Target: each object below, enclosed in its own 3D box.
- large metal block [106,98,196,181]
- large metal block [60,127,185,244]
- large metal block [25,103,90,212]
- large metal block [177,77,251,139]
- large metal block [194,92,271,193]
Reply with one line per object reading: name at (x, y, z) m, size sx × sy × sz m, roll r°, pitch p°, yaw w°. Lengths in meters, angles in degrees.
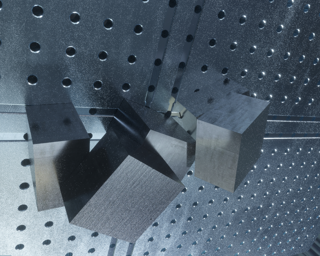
large metal block at (-0.009, 0.014, 0.380) m, size 0.080 × 0.080 × 0.050 m, roll 20°, pitch 108°, yaw -36°
large metal block at (-0.037, 0.059, 0.307) m, size 0.080 × 0.050 × 0.080 m, roll -49°, pitch 129°, yaw 6°
large metal block at (-0.111, 0.028, 0.332) m, size 0.050 × 0.080 × 0.079 m, roll -6°, pitch 121°, yaw -26°
large metal block at (0.079, -0.013, 0.432) m, size 0.080 × 0.050 × 0.080 m, roll -27°, pitch 128°, yaw -12°
large metal block at (0.084, 0.014, 0.363) m, size 0.080 × 0.050 × 0.079 m, roll -37°, pitch 137°, yaw -42°
